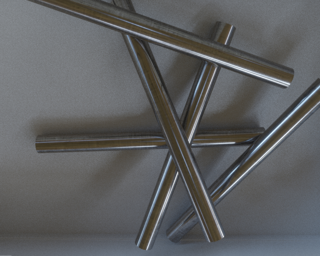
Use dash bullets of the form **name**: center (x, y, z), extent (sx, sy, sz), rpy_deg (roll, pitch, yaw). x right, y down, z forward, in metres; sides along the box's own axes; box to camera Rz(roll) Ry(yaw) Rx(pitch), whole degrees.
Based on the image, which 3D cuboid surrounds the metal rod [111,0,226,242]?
- **metal rod**: center (0.010, -0.008, 0.364), extent (0.025, 0.025, 0.299), rpy_deg (-22, 92, 8)

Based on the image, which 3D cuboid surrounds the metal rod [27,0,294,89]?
- **metal rod**: center (0.005, -0.101, 0.339), extent (0.302, 0.025, 0.025), rpy_deg (17, 109, -8)

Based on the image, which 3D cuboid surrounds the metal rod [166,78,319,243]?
- **metal rod**: center (0.105, 0.057, 0.412), extent (0.025, 0.025, 0.299), rpy_deg (33, 114, -12)

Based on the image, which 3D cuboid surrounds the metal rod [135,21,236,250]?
- **metal rod**: center (0.028, 0.017, 0.390), extent (0.025, 0.025, 0.298), rpy_deg (19, 99, -7)

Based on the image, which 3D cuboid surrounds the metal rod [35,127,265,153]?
- **metal rod**: center (-0.012, 0.016, 0.417), extent (0.302, 0.025, 0.025), rpy_deg (-2, 110, 0)
